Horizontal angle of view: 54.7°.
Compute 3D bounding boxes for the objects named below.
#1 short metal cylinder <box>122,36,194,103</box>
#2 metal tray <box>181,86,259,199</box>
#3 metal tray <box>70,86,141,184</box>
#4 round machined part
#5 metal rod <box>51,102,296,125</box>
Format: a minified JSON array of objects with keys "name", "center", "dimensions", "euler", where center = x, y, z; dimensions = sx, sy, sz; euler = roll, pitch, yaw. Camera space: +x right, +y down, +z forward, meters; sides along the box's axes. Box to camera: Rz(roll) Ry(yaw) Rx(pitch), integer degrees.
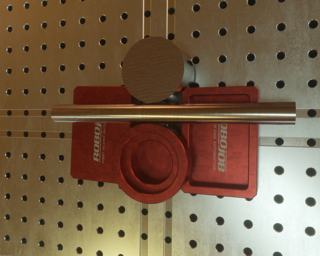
[{"name":"short metal cylinder","center":[-0.001,-0.070,0.395],"dimensions":[0.080,0.050,0.079],"euler":[0,90,20]},{"name":"metal tray","center":[0.073,0.016,0.380],"dimensions":[0.090,0.030,0.129],"euler":[1,90,19]},{"name":"metal tray","center":[-0.076,0.008,0.431],"dimensions":[0.090,0.030,0.129],"euler":[3,91,19]},{"name":"round machined part","center":[-0.007,0.043,0.392],"dimensions":[0.098,0.042,0.097],"euler":[0,90,19]},{"name":"metal rod","center":[0.000,-0.018,0.376],"dimensions":[0.301,0.025,0.025],"euler":[1,91,19]}]
